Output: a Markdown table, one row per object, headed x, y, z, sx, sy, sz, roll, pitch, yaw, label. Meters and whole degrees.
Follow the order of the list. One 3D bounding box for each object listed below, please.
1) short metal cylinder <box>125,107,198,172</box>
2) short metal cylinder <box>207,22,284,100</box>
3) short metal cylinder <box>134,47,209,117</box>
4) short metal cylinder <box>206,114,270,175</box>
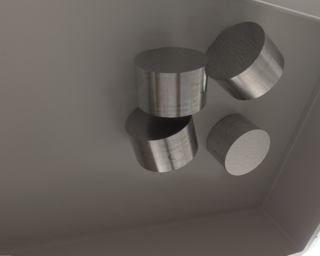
| x | y | z | sx | sy | sz | roll | pitch | yaw | label |
| --- | --- | --- | --- | --- | --- | --- | --- | --- | --- |
| 0.003 | 0.008 | 0.379 | 0.080 | 0.080 | 0.050 | -25 | 128 | -13 | short metal cylinder |
| 0.102 | -0.081 | 0.379 | 0.050 | 0.080 | 0.080 | 32 | 101 | -38 | short metal cylinder |
| 0.013 | -0.053 | 0.347 | 0.081 | 0.080 | 0.050 | -15 | 125 | -20 | short metal cylinder |
| 0.119 | 0.025 | 0.472 | 0.081 | 0.050 | 0.079 | -14 | 124 | -21 | short metal cylinder |
